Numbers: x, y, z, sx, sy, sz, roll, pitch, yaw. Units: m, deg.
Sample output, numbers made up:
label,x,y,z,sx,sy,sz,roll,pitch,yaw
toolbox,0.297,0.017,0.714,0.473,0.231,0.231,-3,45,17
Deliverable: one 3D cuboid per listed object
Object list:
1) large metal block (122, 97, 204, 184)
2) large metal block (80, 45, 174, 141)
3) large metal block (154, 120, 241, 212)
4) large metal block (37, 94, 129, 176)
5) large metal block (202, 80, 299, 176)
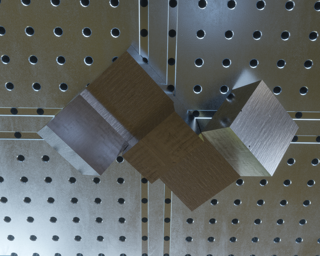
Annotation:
label,x,y,z,sx,sy,sz,roll,pitch,yaw
large metal block,0.003,0.009,0.387,0.080,0.080,0.050,-40,107,13
large metal block,-0.040,-0.042,0.384,0.080,0.050,0.080,-39,106,14
large metal block,0.047,0.050,0.418,0.080,0.050,0.080,-39,104,13
large metal block,-0.097,0.012,0.380,0.080,0.080,0.050,47,65,-15
large metal block,0.111,0.002,0.379,0.080,0.050,0.080,47,63,-16
